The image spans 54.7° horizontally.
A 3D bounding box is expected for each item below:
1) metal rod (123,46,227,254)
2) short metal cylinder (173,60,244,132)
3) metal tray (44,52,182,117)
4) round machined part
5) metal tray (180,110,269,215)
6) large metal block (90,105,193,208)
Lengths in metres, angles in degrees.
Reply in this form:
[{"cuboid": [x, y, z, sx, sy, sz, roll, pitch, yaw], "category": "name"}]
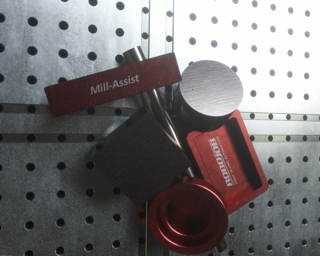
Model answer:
[{"cuboid": [0.024, 0.035, 0.417, 0.025, 0.025, 0.299, -27, 99, -18], "category": "metal rod"}, {"cuboid": [0.060, -0.041, 0.402, 0.081, 0.050, 0.080, 3, 66, -7], "category": "short metal cylinder"}, {"cuboid": [-0.049, -0.047, 0.341, 0.131, 0.090, 0.030, -17, 98, -5], "category": "metal tray"}, {"cuboid": [0.036, 0.108, 0.398, 0.098, 0.042, 0.097, 2, 104, 9], "category": "round machined part"}, {"cuboid": [0.091, 0.048, 0.440, 0.091, 0.030, 0.129, -27, 99, -18], "category": "metal tray"}, {"cuboid": [-0.022, 0.032, 0.368, 0.080, 0.050, 0.080, -39, 104, 3], "category": "large metal block"}]
